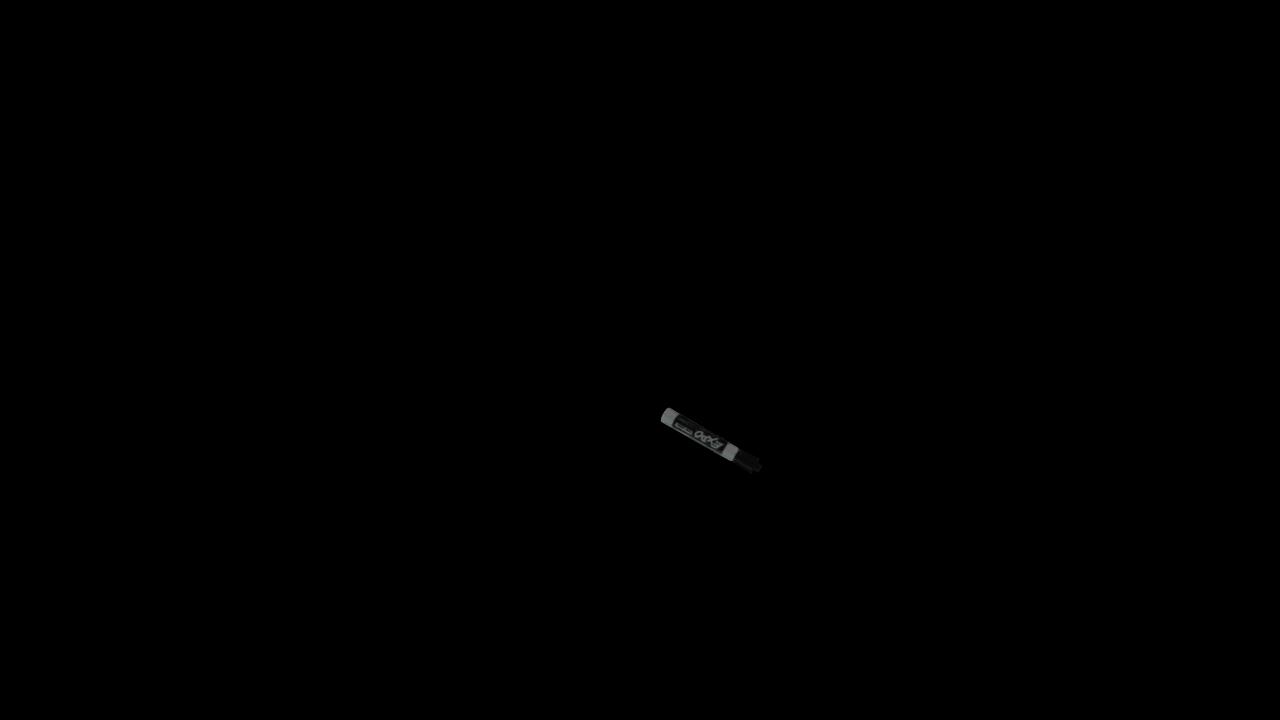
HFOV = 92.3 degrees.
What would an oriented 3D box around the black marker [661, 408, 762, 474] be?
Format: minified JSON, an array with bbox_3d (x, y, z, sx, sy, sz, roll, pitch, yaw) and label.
[{"bbox_3d":[0.077,0.088,0.671,0.121,0.020,0.020,28,11,22],"label":"black marker"}]
